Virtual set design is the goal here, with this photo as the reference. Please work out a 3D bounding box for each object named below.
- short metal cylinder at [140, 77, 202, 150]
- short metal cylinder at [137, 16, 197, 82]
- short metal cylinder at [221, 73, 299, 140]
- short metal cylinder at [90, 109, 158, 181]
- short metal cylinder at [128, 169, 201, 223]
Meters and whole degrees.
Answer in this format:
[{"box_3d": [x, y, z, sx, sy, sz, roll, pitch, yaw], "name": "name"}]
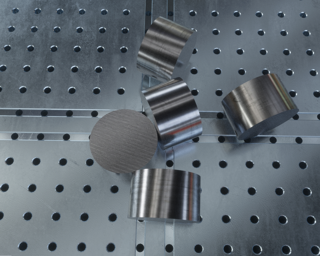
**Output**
[{"box_3d": [0.013, -0.018, 0.389, 0.050, 0.080, 0.080, -21, 72, -8], "name": "short metal cylinder"}, {"box_3d": [0.010, -0.103, 0.420, 0.050, 0.080, 0.080, 27, 72, 9], "name": "short metal cylinder"}, {"box_3d": [0.125, -0.025, 0.392, 0.080, 0.080, 0.050, -21, 72, -7], "name": "short metal cylinder"}, {"box_3d": [-0.043, 0.023, 0.390, 0.081, 0.050, 0.080, 0, 70, 0], "name": "short metal cylinder"}, {"box_3d": [0.006, 0.080, 0.353, 0.080, 0.080, 0.050, 3, 70, 1], "name": "short metal cylinder"}]
